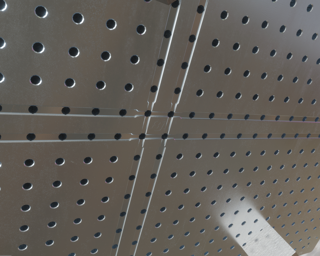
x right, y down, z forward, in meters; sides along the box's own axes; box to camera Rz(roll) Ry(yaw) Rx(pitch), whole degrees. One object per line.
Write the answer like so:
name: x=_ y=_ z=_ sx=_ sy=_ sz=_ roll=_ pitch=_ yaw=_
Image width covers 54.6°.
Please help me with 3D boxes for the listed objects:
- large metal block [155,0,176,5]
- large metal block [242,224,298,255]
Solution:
large metal block: x=0.015 y=-0.178 z=0.293 sx=0.080 sy=0.050 sz=0.080 roll=-35 pitch=129 yaw=-5
large metal block: x=0.241 y=0.273 z=0.675 sx=0.080 sy=0.080 sz=0.050 roll=-41 pitch=129 yaw=-1
